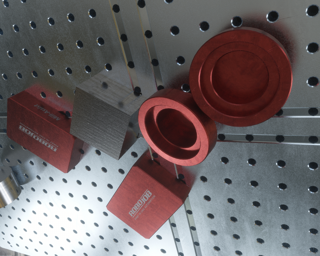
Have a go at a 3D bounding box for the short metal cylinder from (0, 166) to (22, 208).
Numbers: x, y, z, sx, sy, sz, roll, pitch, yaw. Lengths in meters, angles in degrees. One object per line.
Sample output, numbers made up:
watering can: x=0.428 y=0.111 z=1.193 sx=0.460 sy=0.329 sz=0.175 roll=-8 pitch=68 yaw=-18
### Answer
short metal cylinder: x=-0.330 y=0.121 z=0.625 sx=0.080 sy=0.080 sz=0.050 roll=2 pitch=119 yaw=27

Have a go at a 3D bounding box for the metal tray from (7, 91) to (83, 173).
metal tray: x=-0.192 y=0.008 z=0.514 sx=0.130 sy=0.030 sz=0.089 roll=30 pitch=128 yaw=8

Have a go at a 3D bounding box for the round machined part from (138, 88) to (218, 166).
round machined part: x=0.025 y=-0.005 z=0.376 sx=0.098 sy=0.042 sz=0.097 roll=23 pitch=135 yaw=25

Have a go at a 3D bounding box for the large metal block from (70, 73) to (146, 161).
large metal block: x=-0.070 y=-0.016 z=0.423 sx=0.080 sy=0.050 sz=0.079 roll=28 pitch=128 yaw=10

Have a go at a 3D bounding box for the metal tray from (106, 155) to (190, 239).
metal tray: x=-0.023 y=0.112 z=0.490 sx=0.090 sy=0.030 sz=0.129 roll=36 pitch=129 yaw=3

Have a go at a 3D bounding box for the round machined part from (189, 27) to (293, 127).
round machined part: x=0.083 y=-0.054 z=0.318 sx=0.098 sy=0.042 sz=0.097 roll=9 pitch=117 yaw=18
